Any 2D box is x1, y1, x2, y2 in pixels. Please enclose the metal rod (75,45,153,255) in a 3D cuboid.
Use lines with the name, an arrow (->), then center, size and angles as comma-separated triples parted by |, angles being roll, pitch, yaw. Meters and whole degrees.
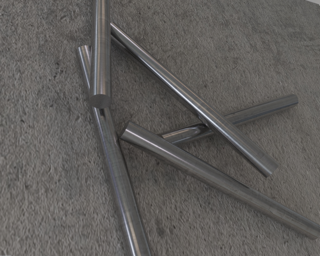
metal rod -> -0.054, 0.030, 0.355 | 0.025, 0.025, 0.299 | -5, 64, -31

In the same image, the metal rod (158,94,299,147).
metal rod -> 0.120, -0.015, 0.477 | 0.302, 0.025, 0.025 | -16, 70, -34

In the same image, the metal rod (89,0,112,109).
metal rod -> -0.082, -0.150, 0.430 | 0.025, 0.025, 0.299 | 10, 51, -23

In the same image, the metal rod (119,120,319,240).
metal rod -> 0.086, 0.072, 0.394 | 0.301, 0.025, 0.025 | 29, 52, -14

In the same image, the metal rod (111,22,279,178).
metal rod -> 0.035, -0.045, 0.424 | 0.300, 0.025, 0.025 | 42, 50, 11
